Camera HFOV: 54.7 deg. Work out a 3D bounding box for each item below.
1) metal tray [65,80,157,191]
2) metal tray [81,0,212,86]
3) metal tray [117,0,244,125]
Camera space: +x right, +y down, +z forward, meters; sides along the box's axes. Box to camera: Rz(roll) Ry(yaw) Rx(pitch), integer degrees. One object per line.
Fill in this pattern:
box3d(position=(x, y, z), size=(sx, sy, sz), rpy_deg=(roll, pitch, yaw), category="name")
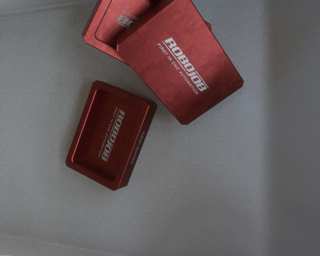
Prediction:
box3d(position=(-0.069, 0.009, 0.432), size=(0.090, 0.030, 0.129), rpy_deg=(24, 98, 18), category="metal tray")
box3d(position=(-0.014, -0.114, 0.369), size=(0.131, 0.030, 0.090), rpy_deg=(24, 102, -26), category="metal tray")
box3d(position=(0.025, -0.075, 0.354), size=(0.090, 0.030, 0.130), rpy_deg=(-36, 120, 13), category="metal tray")
